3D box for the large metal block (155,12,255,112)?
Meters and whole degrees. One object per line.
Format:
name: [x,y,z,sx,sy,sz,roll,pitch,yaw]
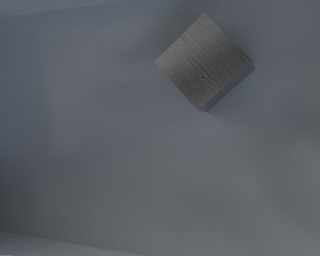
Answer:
large metal block: [0.056,-0.076,0.378,0.080,0.050,0.080,-43,77,15]
